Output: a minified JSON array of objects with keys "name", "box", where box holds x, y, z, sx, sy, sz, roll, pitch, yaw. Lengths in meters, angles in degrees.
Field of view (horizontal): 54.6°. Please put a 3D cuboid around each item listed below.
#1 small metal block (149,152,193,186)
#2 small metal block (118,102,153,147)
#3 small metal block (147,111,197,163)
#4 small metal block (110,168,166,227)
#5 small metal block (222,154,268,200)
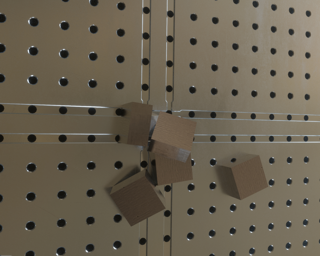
[{"name":"small metal block","box":[0.014,0.047,0.418,0.050,0.025,0.050,-6,92,-20]},{"name":"small metal block","box":[-0.032,-0.004,0.387,0.025,0.050,0.050,8,87,-20]},{"name":"small metal block","box":[0.016,0.011,0.398,0.050,0.025,0.050,18,48,-1]},{"name":"small metal block","box":[-0.027,0.088,0.393,0.050,0.025,0.050,-29,101,7]},{"name":"small metal block","box":[0.126,0.071,0.459,0.050,0.025,0.050,-20,97,-19]}]
